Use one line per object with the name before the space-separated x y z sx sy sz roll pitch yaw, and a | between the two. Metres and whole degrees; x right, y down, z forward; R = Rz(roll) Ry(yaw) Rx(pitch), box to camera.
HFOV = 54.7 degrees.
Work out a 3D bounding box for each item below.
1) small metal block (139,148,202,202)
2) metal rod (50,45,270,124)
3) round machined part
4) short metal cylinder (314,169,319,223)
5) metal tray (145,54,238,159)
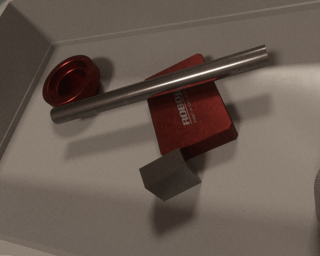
small metal block | 0.013 0.054 0.349 0.050 0.050 0.025 -29 52 9
metal rod | -0.015 -0.050 0.403 0.301 0.025 0.025 -13 56 20
round machined part | -0.139 -0.068 0.507 0.098 0.042 0.098 -13 56 20
short metal cylinder | 0.175 0.062 0.260 0.080 0.050 0.080 -13 56 20
metal tray | 0.034 -0.028 0.400 0.090 0.030 0.130 -24 53 12
